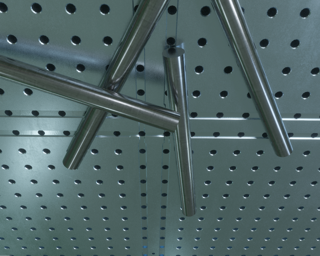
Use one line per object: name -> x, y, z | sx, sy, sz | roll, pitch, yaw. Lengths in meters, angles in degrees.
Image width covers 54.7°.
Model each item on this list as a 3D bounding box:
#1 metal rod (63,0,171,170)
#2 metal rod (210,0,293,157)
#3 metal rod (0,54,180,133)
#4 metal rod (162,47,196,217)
metal rod -> -0.058, -0.049, 0.368 | 0.025, 0.025, 0.298 | 22, 127, -18
metal rod -> 0.105, -0.068, 0.355 | 0.025, 0.025, 0.300 | -23, 127, 18
metal rod -> -0.124, -0.051, 0.342 | 0.302, 0.025, 0.025 | 18, 128, -6
metal rod -> 0.032, 0.029, 0.437 | 0.025, 0.025, 0.298 | -6, 130, 4
